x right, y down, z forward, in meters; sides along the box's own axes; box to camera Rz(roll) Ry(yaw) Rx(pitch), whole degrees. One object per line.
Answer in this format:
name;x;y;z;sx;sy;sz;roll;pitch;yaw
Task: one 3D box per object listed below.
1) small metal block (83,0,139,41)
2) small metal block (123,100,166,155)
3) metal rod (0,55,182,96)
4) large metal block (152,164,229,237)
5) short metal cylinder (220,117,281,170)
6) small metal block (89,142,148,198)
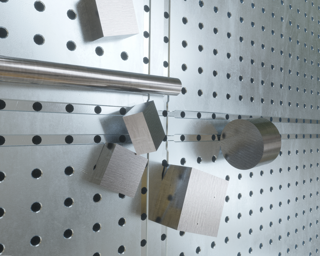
small metal block;-0.057;-0.132;0.363;0.050;0.025;0.050;-20;103;-39
small metal block;-0.018;-0.001;0.381;0.050;0.025;0.050;-57;130;-66
metal rod;-0.094;-0.056;0.331;0.302;0.025;0.025;-1;91;-40
large metal block;0.044;0.101;0.432;0.080;0.050;0.080;25;75;-38
short metal cylinder;0.145;0.024;0.498;0.050;0.080;0.079;-6;94;-40
small metal block;-0.048;0.050;0.370;0.050;0.025;0.050;31;71;-36
